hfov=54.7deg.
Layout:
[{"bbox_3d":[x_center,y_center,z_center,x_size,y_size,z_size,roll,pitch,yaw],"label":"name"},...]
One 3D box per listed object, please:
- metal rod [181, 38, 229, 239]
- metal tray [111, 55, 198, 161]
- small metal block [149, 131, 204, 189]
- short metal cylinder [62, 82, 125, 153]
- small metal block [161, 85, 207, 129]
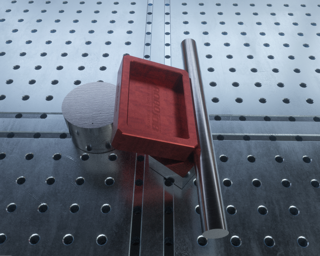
[{"bbox_3d":[0.048,-0.015,0.388,0.025,0.025,0.300,-1,50,-1],"label":"metal rod"},{"bbox_3d":[-0.007,-0.028,0.376,0.091,0.030,0.130,12,48,-16],"label":"metal tray"},{"bbox_3d":[0.022,0.037,0.376,0.050,0.025,0.050,32,57,23],"label":"small metal block"},{"bbox_3d":[-0.080,-0.014,0.401,0.081,0.050,0.080,0,50,0],"label":"short metal cylinder"},{"bbox_3d":[0.032,-0.030,0.434,0.050,0.025,0.050,-12,51,-10],"label":"small metal block"}]
